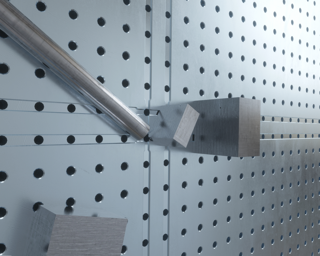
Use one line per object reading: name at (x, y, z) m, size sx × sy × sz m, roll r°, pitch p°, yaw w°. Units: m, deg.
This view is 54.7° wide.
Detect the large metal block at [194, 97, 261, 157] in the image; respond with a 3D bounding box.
large metal block at (0.098, -0.001, 0.455) m, size 0.050 × 0.080 × 0.080 m, roll 2°, pitch 89°, yaw -40°

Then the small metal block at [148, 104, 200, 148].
small metal block at (0.018, -0.003, 0.408) m, size 0.025 × 0.050 × 0.050 m, roll 37°, pitch 67°, yaw -34°

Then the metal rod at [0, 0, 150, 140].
metal rod at (-0.117, -0.080, 0.310) m, size 0.300 × 0.025 × 0.025 m, roll 42°, pitch 65°, yaw -32°

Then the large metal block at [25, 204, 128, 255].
large metal block at (-0.088, 0.126, 0.319) m, size 0.080 × 0.050 × 0.080 m, roll 18°, pitch 79°, yaw -39°
